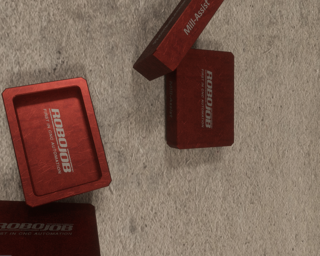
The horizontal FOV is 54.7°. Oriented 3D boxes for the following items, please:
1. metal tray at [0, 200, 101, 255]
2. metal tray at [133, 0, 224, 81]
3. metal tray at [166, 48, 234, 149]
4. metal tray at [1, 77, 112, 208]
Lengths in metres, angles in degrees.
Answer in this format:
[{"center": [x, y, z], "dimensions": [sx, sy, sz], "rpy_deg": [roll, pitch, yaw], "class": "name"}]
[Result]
[{"center": [-0.133, 0.117, 0.323], "dimensions": [0.131, 0.090, 0.030], "rpy_deg": [7, 113, -20], "class": "metal tray"}, {"center": [0.025, -0.123, 0.384], "dimensions": [0.030, 0.090, 0.130], "rpy_deg": [38, 78, -17], "class": "metal tray"}, {"center": [0.056, -0.039, 0.422], "dimensions": [0.091, 0.030, 0.129], "rpy_deg": [-2, 93, -25], "class": "metal tray"}, {"center": [-0.115, 0.014, 0.351], "dimensions": [0.091, 0.030, 0.129], "rpy_deg": [-13, 84, -20], "class": "metal tray"}]
